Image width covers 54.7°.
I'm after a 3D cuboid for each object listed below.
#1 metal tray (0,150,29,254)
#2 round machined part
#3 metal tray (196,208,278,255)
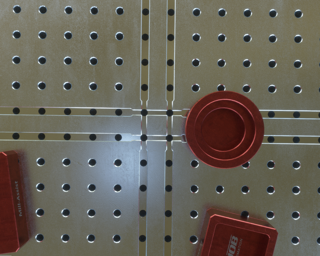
[{"bbox_3d":[-0.232,0.100,0.409,0.091,0.030,0.129,-8,90,0],"label":"metal tray"},{"bbox_3d":[0.081,0.002,0.405,0.099,0.042,0.097,0,90,0],"label":"round machined part"},{"bbox_3d":[0.094,0.183,0.411,0.091,0.030,0.129,14,90,0],"label":"metal tray"}]
